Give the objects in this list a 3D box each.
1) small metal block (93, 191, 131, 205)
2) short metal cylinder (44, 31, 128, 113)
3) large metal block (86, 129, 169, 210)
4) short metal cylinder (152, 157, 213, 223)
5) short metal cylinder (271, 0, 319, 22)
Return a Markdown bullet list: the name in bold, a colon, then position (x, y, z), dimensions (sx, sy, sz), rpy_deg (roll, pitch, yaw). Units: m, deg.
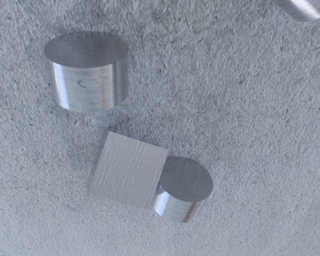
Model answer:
- **small metal block**: position (-0.068, 0.082, 0.460), dimensions (0.050, 0.050, 0.025), rpy_deg (13, 129, -11)
- **short metal cylinder**: position (-0.073, -0.060, 0.319), dimensions (0.081, 0.080, 0.050), rpy_deg (3, 130, -3)
- **large metal block**: position (-0.044, 0.052, 0.409), dimensions (0.080, 0.050, 0.080), rpy_deg (19, 87, -16)
- **short metal cylinder**: position (0.030, 0.088, 0.446), dimensions (0.081, 0.080, 0.050), rpy_deg (10, 129, -9)
- **short metal cylinder**: position (0.125, -0.137, 0.256), dimensions (0.050, 0.080, 0.080), rpy_deg (28, 125, -22)
